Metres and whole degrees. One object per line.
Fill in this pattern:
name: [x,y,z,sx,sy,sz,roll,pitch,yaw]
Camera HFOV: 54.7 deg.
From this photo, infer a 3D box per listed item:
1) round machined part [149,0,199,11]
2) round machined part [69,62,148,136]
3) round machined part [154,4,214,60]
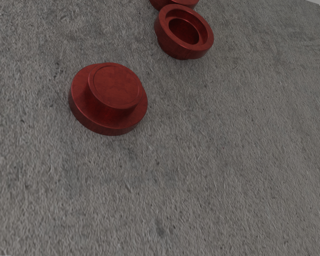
round machined part: [0.018,-0.237,0.547,0.099,0.042,0.098,14,56,-21]
round machined part: [-0.060,-0.042,0.386,0.099,0.042,0.098,14,56,-21]
round machined part: [0.035,-0.149,0.502,0.099,0.042,0.098,14,56,-21]
